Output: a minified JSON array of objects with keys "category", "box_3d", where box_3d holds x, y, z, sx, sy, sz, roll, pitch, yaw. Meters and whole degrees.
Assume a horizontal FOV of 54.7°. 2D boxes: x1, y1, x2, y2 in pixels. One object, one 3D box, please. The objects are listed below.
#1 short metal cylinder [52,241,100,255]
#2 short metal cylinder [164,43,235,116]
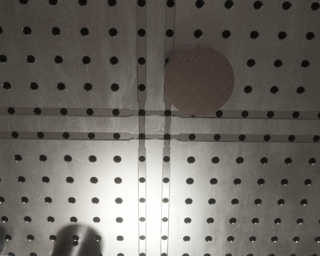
[{"category":"short metal cylinder","box_3d":[-0.136,0.225,0.481,0.081,0.050,0.079,0,110,-1]},{"category":"short metal cylinder","box_3d":[0.045,-0.060,0.379,0.081,0.050,0.079,0,110,0]}]
